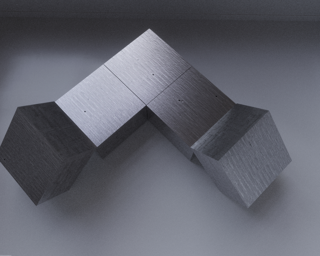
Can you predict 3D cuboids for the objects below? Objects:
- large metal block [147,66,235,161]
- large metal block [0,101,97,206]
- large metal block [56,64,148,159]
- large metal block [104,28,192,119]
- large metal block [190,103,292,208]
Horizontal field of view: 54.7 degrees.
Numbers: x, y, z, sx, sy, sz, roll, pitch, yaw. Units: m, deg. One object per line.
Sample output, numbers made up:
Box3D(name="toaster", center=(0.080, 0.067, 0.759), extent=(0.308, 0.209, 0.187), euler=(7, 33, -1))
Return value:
Box3D(name="large metal block", center=(0.041, -0.018, 0.401), extent=(0.080, 0.050, 0.080), euler=(-42, 76, -14))
Box3D(name="large metal block", center=(-0.133, 0.028, 0.360), extent=(0.080, 0.050, 0.080), euler=(44, 118, 14))
Box3D(name="large metal block", center=(-0.074, -0.020, 0.401), extent=(0.080, 0.050, 0.080), euler=(-42, 76, -14))
Box3D(name="large metal block", center=(-0.015, -0.073, 0.421), extent=(0.080, 0.050, 0.080), euler=(-42, 76, -14))
Box3D(name="large metal block", center=(0.096, 0.030, 0.361), extent=(0.080, 0.050, 0.080), euler=(-42, 119, -14))
